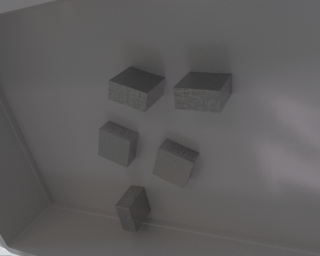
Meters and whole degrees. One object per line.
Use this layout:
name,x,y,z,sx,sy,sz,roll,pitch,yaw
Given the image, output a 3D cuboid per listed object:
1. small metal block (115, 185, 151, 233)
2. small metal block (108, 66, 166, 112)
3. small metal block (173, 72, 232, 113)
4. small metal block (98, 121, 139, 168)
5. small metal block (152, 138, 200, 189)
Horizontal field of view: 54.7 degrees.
small metal block,-0.042,0.128,0.494,0.025,0.050,0.050,1,119,28
small metal block,-0.028,-0.048,0.377,0.050,0.050,0.025,20,126,16
small metal block,0.048,-0.041,0.342,0.050,0.050,0.025,7,122,24
small metal block,-0.062,0.024,0.456,0.050,0.025,0.050,21,127,15
small metal block,0.021,0.049,0.428,0.050,0.025,0.050,24,127,13
